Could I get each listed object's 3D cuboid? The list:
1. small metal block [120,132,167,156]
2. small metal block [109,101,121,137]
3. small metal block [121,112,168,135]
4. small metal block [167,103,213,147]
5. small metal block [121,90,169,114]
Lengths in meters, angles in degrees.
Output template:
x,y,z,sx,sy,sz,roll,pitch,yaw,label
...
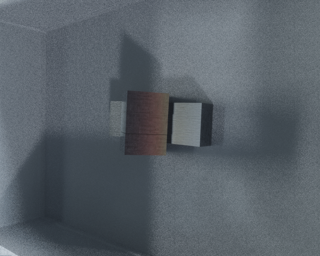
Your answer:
x,y,z,sx,sy,sz,roll,pitch,yaw,label
-0.023,0.019,0.392,0.050,0.050,0.025,-172,84,-76,small metal block
-0.045,-0.012,0.440,0.050,0.025,0.050,5,93,39,small metal block
-0.021,-0.006,0.391,0.050,0.050,0.025,-172,84,-76,small metal block
0.035,-0.005,0.375,0.050,0.025,0.050,4,93,39,small metal block
-0.020,-0.031,0.389,0.050,0.050,0.025,-169,81,-76,small metal block
